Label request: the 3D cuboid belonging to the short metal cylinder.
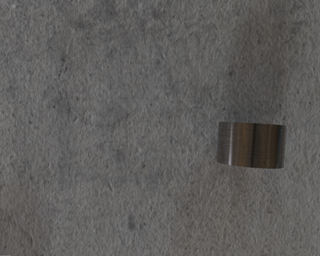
[{"bbox_3d":[0.112,0.020,0.384,0.081,0.080,0.050,4,90,-1],"label":"short metal cylinder"}]
